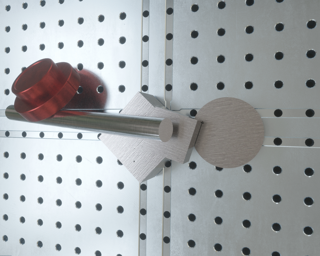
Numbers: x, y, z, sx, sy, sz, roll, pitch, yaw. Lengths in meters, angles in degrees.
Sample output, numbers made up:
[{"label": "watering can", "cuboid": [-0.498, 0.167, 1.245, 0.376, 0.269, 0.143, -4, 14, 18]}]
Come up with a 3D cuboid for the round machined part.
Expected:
[{"label": "round machined part", "cuboid": [-0.164, -0.059, 0.431, 0.098, 0.042, 0.098, -18, 44, 19]}]

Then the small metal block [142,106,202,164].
[{"label": "small metal block", "cuboid": [0.014, 0.007, 0.351, 0.050, 0.025, 0.050, 20, 96, 18]}]

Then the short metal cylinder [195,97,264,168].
[{"label": "short metal cylinder", "cuboid": [0.083, 0.005, 0.370, 0.080, 0.050, 0.079, 0, 90, 19]}]

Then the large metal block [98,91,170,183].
[{"label": "large metal block", "cuboid": [-0.017, 0.011, 0.402, 0.080, 0.050, 0.080, 45, 104, 14]}]

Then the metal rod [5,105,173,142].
[{"label": "metal rod", "cuboid": [-0.114, -0.011, 0.405, 0.300, 0.025, 0.025, 6, 92, 36]}]
